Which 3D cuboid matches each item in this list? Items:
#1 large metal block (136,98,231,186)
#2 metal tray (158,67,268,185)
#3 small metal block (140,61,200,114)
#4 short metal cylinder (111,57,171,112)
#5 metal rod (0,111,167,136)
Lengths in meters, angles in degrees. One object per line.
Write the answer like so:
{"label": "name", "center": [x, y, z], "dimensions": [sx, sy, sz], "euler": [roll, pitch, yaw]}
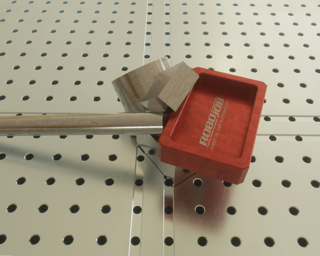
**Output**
{"label": "large metal block", "center": [0.026, 0.010, 0.381], "dimensions": [0.081, 0.050, 0.080], "euler": [-28, 56, -22]}
{"label": "metal tray", "center": [0.062, -0.009, 0.344], "dimensions": [0.090, 0.030, 0.130], "euler": [16, 51, 13]}
{"label": "small metal block", "center": [0.010, -0.043, 0.350], "dimensions": [0.025, 0.050, 0.050], "euler": [40, 72, -18]}
{"label": "short metal cylinder", "center": [-0.017, -0.054, 0.409], "dimensions": [0.081, 0.080, 0.050], "euler": [-28, 99, -22]}
{"label": "metal rod", "center": [-0.141, -0.003, 0.370], "dimensions": [0.301, 0.025, 0.025], "euler": [-1, 49, 13]}
